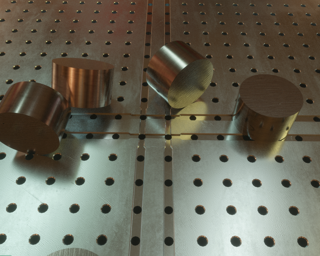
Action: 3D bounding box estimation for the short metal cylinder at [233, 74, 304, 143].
[{"bbox_3d":[0.142,-0.027,0.416,0.081,0.050,0.080,0,50,0],"label":"short metal cylinder"}]

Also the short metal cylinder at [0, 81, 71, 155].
[{"bbox_3d":[-0.156,-0.010,0.379,0.080,0.080,0.050,4,50,3],"label":"short metal cylinder"}]

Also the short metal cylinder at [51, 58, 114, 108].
[{"bbox_3d":[-0.105,-0.063,0.421,0.081,0.050,0.080,8,20,-2],"label":"short metal cylinder"}]

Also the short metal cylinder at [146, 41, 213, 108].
[{"bbox_3d":[0.028,-0.074,0.435,0.081,0.080,0.050,-29,56,-22],"label":"short metal cylinder"}]

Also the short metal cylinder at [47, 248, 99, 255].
[{"bbox_3d":[-0.075,0.151,0.263,0.081,0.050,0.080,0,50,0],"label":"short metal cylinder"}]
